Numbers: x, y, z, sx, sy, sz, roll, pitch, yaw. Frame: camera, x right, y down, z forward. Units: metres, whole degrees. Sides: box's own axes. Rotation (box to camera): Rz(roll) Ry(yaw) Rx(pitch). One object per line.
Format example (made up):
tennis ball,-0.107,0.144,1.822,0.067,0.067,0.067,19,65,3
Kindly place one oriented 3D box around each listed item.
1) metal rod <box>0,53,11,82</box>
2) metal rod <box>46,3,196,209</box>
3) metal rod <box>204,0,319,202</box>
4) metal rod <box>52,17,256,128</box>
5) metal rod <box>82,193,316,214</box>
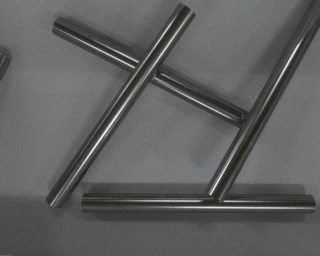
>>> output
metal rod,-0.247,0.039,0.352,0.025,0.025,0.300,15,66,0
metal rod,-0.053,-0.022,0.392,0.025,0.025,0.299,36,97,0
metal rod,0.141,-0.044,0.392,0.025,0.025,0.300,31,82,0
metal rod,-0.001,-0.067,0.411,0.301,0.025,0.025,27,90,0
metal rod,0.050,0.100,0.411,0.302,0.025,0.025,0,90,0
